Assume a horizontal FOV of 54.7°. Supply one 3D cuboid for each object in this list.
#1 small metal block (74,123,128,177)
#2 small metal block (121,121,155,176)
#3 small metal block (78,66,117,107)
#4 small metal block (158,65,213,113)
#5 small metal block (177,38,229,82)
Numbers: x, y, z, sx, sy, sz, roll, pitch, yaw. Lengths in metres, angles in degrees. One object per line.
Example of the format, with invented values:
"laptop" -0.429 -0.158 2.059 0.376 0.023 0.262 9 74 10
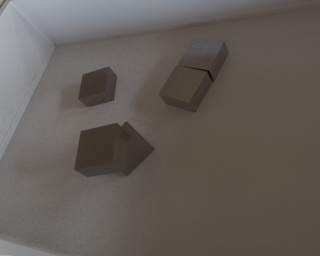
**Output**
"small metal block" -0.067 0.026 0.359 0.050 0.025 0.050 -12 57 21
"small metal block" -0.042 0.027 0.394 0.050 0.050 0.025 -44 52 -3
"small metal block" -0.099 -0.065 0.496 0.050 0.025 0.050 -12 57 21
"small metal block" 0.035 -0.054 0.419 0.050 0.025 0.050 20 72 35
"small metal block" 0.060 -0.096 0.432 0.050 0.025 0.050 17 70 34
